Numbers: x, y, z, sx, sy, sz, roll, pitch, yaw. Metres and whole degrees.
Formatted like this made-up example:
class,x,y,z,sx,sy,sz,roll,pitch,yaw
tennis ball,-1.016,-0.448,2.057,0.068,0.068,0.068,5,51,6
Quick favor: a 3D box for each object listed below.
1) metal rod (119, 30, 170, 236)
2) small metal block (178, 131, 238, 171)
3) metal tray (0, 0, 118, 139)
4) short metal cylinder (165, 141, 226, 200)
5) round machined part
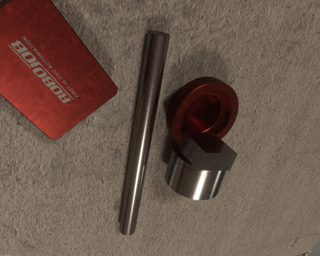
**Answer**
class,x,y,z,sx,sy,sz,roll,pitch,yaw
metal rod,-0.026,0.026,0.409,0.025,0.025,0.298,-4,120,-27
small metal block,0.059,0.029,0.388,0.050,0.050,0.025,5,116,-31
metal tray,-0.114,-0.060,0.305,0.090,0.030,0.130,-38,130,-3
short metal cylinder,0.051,0.056,0.436,0.081,0.080,0.050,-1,119,-28
round machined part,0.052,-0.023,0.412,0.099,0.042,0.097,-14,125,-21
